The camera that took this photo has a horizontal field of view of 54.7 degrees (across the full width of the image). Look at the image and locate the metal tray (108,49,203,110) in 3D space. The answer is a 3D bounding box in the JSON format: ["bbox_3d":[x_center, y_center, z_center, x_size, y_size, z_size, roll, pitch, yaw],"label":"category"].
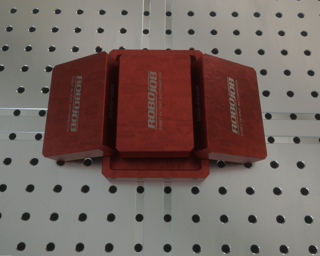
[{"bbox_3d":[-0.006,-0.063,0.432,0.131,0.030,0.090,0,70,-1],"label":"metal tray"}]

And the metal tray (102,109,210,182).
[{"bbox_3d":[-0.005,0.022,0.401,0.131,0.030,0.090,0,70,-1],"label":"metal tray"}]

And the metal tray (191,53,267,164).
[{"bbox_3d":[0.087,-0.024,0.399,0.091,0.030,0.130,9,68,-26],"label":"metal tray"}]

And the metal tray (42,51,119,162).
[{"bbox_3d":[-0.100,-0.027,0.399,0.090,0.030,0.130,-9,68,24],"label":"metal tray"}]

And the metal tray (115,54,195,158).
[{"bbox_3d":[-0.006,-0.030,0.388,0.091,0.030,0.130,0,70,-1],"label":"metal tray"}]
